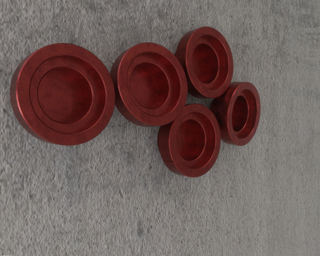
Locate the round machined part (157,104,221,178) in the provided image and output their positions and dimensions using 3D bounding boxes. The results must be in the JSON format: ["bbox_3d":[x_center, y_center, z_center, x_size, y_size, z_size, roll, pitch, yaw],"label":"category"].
[{"bbox_3d":[0.035,0.016,0.423,0.099,0.042,0.097,-1,91,-40],"label":"round machined part"}]

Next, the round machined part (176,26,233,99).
[{"bbox_3d":[0.057,-0.090,0.441,0.099,0.042,0.097,0,90,-40],"label":"round machined part"}]

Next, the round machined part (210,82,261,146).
[{"bbox_3d":[0.114,-0.023,0.483,0.099,0.042,0.097,-10,104,-45],"label":"round machined part"}]

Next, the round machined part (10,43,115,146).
[{"bbox_3d":[-0.098,-0.032,0.311,0.099,0.042,0.097,0,90,-40],"label":"round machined part"}]

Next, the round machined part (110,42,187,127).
[{"bbox_3d":[-0.017,-0.050,0.375,0.099,0.042,0.097,4,83,-36],"label":"round machined part"}]
